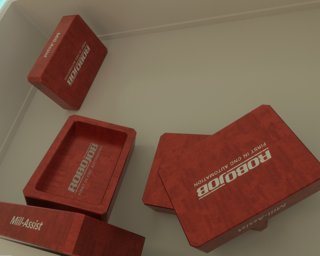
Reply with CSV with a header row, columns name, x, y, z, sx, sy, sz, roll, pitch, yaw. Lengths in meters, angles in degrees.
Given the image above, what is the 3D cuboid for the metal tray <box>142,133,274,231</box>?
name,x,y,z,sx,sy,sz,roll,pitch,yaw
metal tray,0.053,0.054,0.342,0.130,0.030,0.090,2,63,29

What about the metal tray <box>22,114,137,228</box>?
name,x,y,z,sx,sy,sz,roll,pitch,yaw
metal tray,-0.088,0.045,0.370,0.090,0.030,0.130,14,44,2

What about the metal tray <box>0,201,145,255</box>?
name,x,y,z,sx,sy,sz,roll,pitch,yaw
metal tray,-0.092,0.103,0.301,0.130,0.090,0.030,-5,60,36

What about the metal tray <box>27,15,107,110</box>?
name,x,y,z,sx,sy,sz,roll,pitch,yaw
metal tray,-0.145,-0.105,0.504,0.030,0.090,0.130,7,65,31

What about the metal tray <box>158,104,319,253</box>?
name,x,y,z,sx,sy,sz,roll,pitch,yaw
metal tray,0.073,0.046,0.297,0.130,0.030,0.090,-32,52,7
